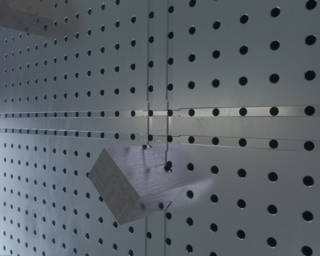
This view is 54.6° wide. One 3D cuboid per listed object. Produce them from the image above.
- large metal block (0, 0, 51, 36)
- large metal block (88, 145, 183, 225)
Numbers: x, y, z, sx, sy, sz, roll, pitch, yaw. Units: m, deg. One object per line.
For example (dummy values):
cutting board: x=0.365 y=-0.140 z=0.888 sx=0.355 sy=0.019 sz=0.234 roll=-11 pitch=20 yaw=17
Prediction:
large metal block: x=-0.269 y=-0.235 z=0.598 sx=0.050 sy=0.081 sz=0.080 roll=-34 pitch=69 yaw=35
large metal block: x=-0.031 y=0.069 z=0.401 sx=0.080 sy=0.081 sz=0.050 roll=48 pitch=119 yaw=29
